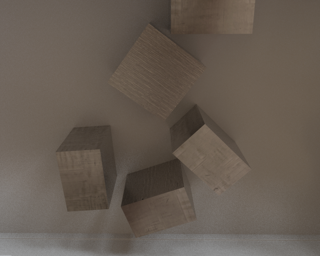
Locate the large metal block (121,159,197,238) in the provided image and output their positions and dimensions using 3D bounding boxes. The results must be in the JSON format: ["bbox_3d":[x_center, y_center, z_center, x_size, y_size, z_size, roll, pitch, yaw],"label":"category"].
[{"bbox_3d":[-0.001,0.090,0.415,0.080,0.080,0.050,-18,109,6],"label":"large metal block"}]

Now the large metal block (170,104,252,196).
[{"bbox_3d":[0.060,0.024,0.392,0.080,0.080,0.050,43,104,-14],"label":"large metal block"}]

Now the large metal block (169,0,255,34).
[{"bbox_3d":[0.051,-0.130,0.335,0.081,0.080,0.050,-1,110,0],"label":"large metal block"}]

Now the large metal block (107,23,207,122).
[{"bbox_3d":[-0.004,-0.068,0.373,0.080,0.050,0.080,35,106,-12],"label":"large metal block"}]

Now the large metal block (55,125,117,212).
[{"bbox_3d":[-0.090,0.049,0.399,0.050,0.080,0.079,-4,110,1],"label":"large metal block"}]
